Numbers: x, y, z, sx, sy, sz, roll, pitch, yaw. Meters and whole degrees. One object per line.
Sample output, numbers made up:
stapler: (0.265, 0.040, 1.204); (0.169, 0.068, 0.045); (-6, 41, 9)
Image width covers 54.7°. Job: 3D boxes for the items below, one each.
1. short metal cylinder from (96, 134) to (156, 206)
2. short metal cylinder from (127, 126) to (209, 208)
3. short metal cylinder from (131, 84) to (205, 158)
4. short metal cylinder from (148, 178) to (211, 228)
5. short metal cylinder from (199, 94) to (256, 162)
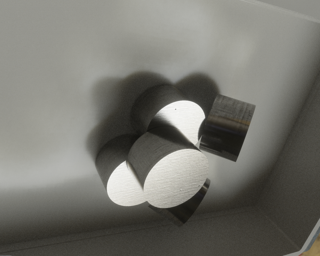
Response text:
short metal cylinder: (-0.038, 0.055, 0.406); (0.081, 0.050, 0.079); (-14, 125, -21)
short metal cylinder: (0.009, 0.045, 0.358); (0.081, 0.050, 0.079); (-14, 125, -21)
short metal cylinder: (0.010, -0.009, 0.391); (0.081, 0.050, 0.079); (-14, 125, -21)
short metal cylinder: (0.027, 0.091, 0.435); (0.050, 0.080, 0.080); (35, 101, 2)
short metal cylinder: (0.090, 0.000, 0.415); (0.080, 0.050, 0.080); (18, 91, -77)
